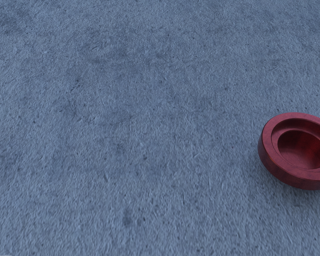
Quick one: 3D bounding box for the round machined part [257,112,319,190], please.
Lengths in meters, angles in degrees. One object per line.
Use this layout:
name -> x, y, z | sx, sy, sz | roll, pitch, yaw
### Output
round machined part -> 0.165, 0.031, 0.367 | 0.099, 0.042, 0.098 | 0, 50, 0
